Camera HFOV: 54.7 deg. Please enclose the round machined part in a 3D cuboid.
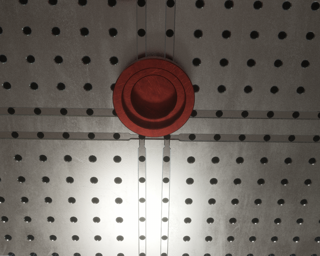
[{"bbox_3d":[-0.007,-0.041,0.389,0.099,0.042,0.097,0,110,-1],"label":"round machined part"}]
